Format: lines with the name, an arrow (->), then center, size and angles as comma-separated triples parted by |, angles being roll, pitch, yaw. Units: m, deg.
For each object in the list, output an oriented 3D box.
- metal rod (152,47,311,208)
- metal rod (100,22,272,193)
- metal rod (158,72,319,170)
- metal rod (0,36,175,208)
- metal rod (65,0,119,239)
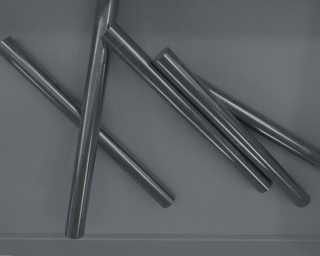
metal rod -> 0.105, 0.012, 0.399 | 0.025, 0.025, 0.300 | -43, 112, 14
metal rod -> 0.046, -0.012, 0.392 | 0.025, 0.025, 0.300 | -42, 111, 14
metal rod -> 0.132, -0.006, 0.411 | 0.301, 0.025, 0.025 | 29, 107, -11
metal rod -> -0.087, 0.003, 0.411 | 0.025, 0.025, 0.300 | -40, 106, 13
metal rod -> -0.086, -0.004, 0.382 | 0.025, 0.025, 0.298 | 10, 100, -4
